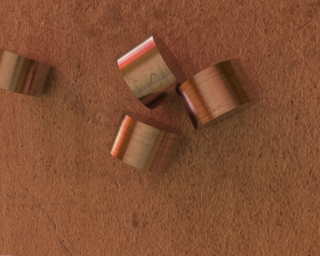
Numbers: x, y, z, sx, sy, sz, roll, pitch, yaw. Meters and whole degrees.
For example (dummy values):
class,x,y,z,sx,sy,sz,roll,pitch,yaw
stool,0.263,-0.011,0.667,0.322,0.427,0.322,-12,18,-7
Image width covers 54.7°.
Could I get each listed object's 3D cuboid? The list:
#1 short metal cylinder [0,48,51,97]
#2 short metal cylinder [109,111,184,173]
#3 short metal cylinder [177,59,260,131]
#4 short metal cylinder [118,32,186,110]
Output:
class,x,y,z,sx,sy,sz,roll,pitch,yaw
short metal cylinder,-0.206,-0.082,0.453,0.080,0.080,0.050,22,97,18
short metal cylinder,-0.017,0.016,0.386,0.080,0.080,0.050,24,98,18
short metal cylinder,0.066,-0.036,0.356,0.080,0.080,0.050,-28,81,18
short metal cylinder,-0.007,-0.070,0.382,0.050,0.080,0.080,-30,80,18
